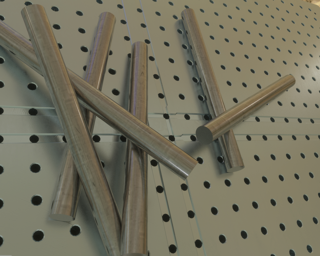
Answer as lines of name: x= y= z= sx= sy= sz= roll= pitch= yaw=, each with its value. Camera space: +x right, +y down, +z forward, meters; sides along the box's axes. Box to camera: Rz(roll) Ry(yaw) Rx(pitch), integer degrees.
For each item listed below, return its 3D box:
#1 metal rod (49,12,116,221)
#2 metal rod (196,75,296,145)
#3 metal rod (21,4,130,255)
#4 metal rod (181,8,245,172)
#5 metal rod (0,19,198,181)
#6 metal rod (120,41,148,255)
metal rod: x=-0.087 y=-0.038 z=0.384 sx=0.025 sy=0.025 sz=0.300 roll=17 pitch=55 yaw=-19
metal rod: x=0.151 y=-0.041 z=0.491 sx=0.302 sy=0.025 sz=0.025 roll=-27 pitch=77 yaw=-44
metal rod: x=-0.083 y=0.012 z=0.318 sx=0.025 sy=0.025 sz=0.299 roll=-17 pitch=82 yaw=-35
metal rod: x=0.077 y=-0.075 z=0.494 sx=0.025 sy=0.025 sz=0.299 roll=3 pitch=61 yaw=-27
metal rod: x=-0.088 y=-0.041 z=0.348 sx=0.300 sy=0.025 sz=0.025 roll=35 pitch=50 yaw=10
metal rod: x=-0.027 y=-0.002 z=0.372 sx=0.025 sy=0.025 sz=0.300 roll=15 pitch=49 yaw=-20
